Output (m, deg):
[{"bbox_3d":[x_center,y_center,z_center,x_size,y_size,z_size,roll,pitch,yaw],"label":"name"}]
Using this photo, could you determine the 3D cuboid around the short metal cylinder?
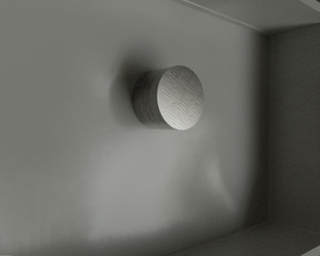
[{"bbox_3d":[0.011,-0.038,0.402,0.081,0.050,0.079,0,90,-40],"label":"short metal cylinder"}]
